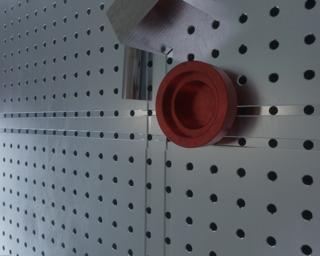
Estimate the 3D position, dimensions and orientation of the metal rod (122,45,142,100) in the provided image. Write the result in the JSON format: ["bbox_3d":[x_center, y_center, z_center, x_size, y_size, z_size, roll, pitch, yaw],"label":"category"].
[{"bbox_3d":[-0.033,-0.189,0.436,0.025,0.025,0.298,6,94,40],"label":"metal rod"}]

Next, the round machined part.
[{"bbox_3d":[0.045,-0.026,0.361,0.098,0.042,0.097,0,90,40],"label":"round machined part"}]

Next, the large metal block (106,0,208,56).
[{"bbox_3d":[-0.004,-0.140,0.377,0.080,0.081,0.050,-39,67,33],"label":"large metal block"}]
